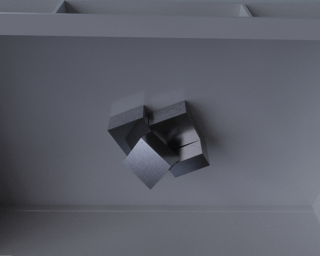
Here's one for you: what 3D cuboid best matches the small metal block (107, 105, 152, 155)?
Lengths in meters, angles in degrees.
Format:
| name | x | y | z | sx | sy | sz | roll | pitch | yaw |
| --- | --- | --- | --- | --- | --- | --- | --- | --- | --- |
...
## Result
| name | x | y | z | sx | sy | sz | roll | pitch | yaw |
| --- | --- | --- | --- | --- | --- | --- | --- | --- | --- |
| small metal block | -0.033 | 0.004 | 0.410 | 0.050 | 0.025 | 0.050 | -20 | 128 | 15 |

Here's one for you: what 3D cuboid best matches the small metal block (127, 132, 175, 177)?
| name | x | y | z | sx | sy | sz | roll | pitch | yaw |
| --- | --- | --- | --- | --- | --- | --- | --- | --- | --- |
| small metal block | -0.012 | 0.039 | 0.440 | 0.050 | 0.025 | 0.050 | -20 | 128 | 15 |

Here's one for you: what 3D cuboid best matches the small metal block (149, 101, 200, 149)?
| name | x | y | z | sx | sy | sz | roll | pitch | yaw |
| --- | --- | --- | --- | --- | --- | --- | --- | --- | --- |
| small metal block | 0.019 | -0.002 | 0.406 | 0.050 | 0.025 | 0.050 | -20 | 128 | 15 |

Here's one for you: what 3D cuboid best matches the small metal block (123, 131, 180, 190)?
| name | x | y | z | sx | sy | sz | roll | pitch | yaw |
| --- | --- | --- | --- | --- | --- | --- | --- | --- | --- |
| small metal block | -0.011 | 0.041 | 0.393 | 0.050 | 0.025 | 0.050 | 43 | 124 | 9 |

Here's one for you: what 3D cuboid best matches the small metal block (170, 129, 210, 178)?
| name | x | y | z | sx | sy | sz | roll | pitch | yaw |
| --- | --- | --- | --- | --- | --- | --- | --- | --- | --- |
| small metal block | 0.036 | 0.033 | 0.419 | 0.050 | 0.050 | 0.025 | -23 | 127 | 17 |
